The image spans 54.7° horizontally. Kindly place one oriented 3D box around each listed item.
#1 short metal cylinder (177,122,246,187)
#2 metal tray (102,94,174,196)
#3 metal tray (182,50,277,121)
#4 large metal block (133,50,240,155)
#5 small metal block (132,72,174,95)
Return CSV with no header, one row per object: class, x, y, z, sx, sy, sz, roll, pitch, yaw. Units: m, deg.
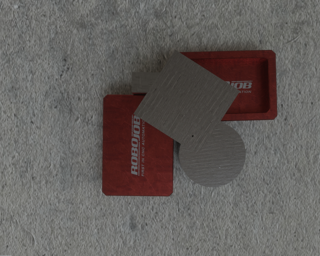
short metal cylinder,0.064,0.032,0.399,0.080,0.050,0.080,0,90,0
metal tray,-0.028,0.022,0.409,0.091,0.030,0.129,1,90,0
metal tray,0.084,-0.054,0.409,0.131,0.030,0.089,-2,90,0
large metal block,0.028,-0.027,0.347,0.080,0.050,0.080,33,90,0
small metal block,-0.009,-0.055,0.399,0.050,0.050,0.025,1,90,0
